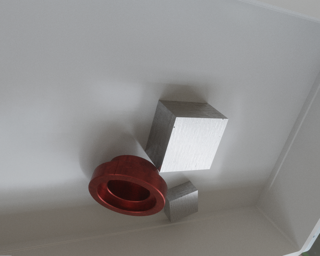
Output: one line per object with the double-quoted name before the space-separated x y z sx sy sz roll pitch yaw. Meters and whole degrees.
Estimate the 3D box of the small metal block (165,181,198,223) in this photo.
"small metal block" 0.034 0.120 0.504 0.050 0.025 0.050 -18 126 -19

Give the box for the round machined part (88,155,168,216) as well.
"round machined part" -0.038 0.072 0.402 0.099 0.042 0.097 7 138 7

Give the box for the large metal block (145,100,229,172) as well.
"large metal block" 0.034 0.011 0.420 0.081 0.050 0.079 1 118 -29
